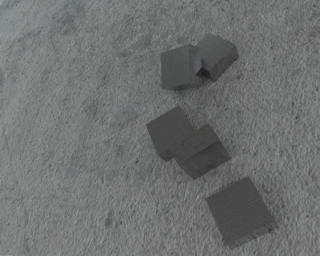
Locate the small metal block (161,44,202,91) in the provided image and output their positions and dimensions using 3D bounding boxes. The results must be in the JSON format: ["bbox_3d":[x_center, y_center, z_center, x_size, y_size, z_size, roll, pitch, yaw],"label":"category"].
[{"bbox_3d":[0.028,-0.080,0.417,0.050,0.025,0.050,-6,84,45],"label":"small metal block"}]

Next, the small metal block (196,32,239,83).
[{"bbox_3d":[0.071,-0.098,0.427,0.050,0.025,0.050,-46,51,-4],"label":"small metal block"}]

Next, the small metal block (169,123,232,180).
[{"bbox_3d":[0.046,0.028,0.347,0.050,0.050,0.025,-32,52,8],"label":"small metal block"}]

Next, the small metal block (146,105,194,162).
[{"bbox_3d":[0.016,0.007,0.391,0.050,0.025,0.050,-30,52,9],"label":"small metal block"}]

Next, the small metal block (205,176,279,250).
[{"bbox_3d":[0.081,0.085,0.309,0.050,0.025,0.050,-30,52,9],"label":"small metal block"}]
